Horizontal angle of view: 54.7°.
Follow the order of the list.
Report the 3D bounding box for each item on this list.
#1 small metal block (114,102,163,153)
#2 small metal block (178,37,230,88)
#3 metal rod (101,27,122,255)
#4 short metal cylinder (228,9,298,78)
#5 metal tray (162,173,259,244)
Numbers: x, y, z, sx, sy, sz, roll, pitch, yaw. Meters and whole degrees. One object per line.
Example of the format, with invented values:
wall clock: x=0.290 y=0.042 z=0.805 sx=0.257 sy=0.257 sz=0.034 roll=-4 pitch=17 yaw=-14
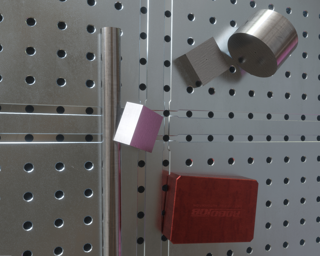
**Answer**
small metal block: x=-0.026 y=0.000 z=0.390 sx=0.050 sy=0.025 sz=0.050 roll=28 pitch=78 yaw=-57
small metal block: x=0.062 y=-0.092 z=0.437 sx=0.050 sy=0.025 sz=0.050 roll=-35 pitch=102 yaw=-17
metal rod: x=-0.061 y=0.026 z=0.390 sx=0.025 sy=0.025 sz=0.298 roll=0 pitch=90 yaw=-20
short metal cylinder: x=0.144 y=-0.118 z=0.438 sx=0.080 sy=0.080 sz=0.050 roll=46 pitch=76 yaw=-15
metal tray: x=0.073 y=0.113 z=0.439 sx=0.131 sy=0.030 sz=0.089 roll=7 pitch=88 yaw=-20
